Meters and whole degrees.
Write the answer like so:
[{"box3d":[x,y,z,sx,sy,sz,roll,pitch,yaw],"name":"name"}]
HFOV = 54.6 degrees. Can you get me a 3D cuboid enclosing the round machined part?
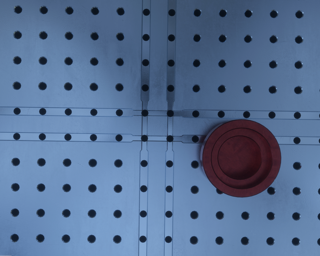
[{"box3d":[0.102,0.038,0.406,0.099,0.042,0.097,0,90,0],"name":"round machined part"}]
